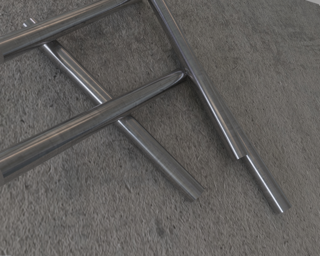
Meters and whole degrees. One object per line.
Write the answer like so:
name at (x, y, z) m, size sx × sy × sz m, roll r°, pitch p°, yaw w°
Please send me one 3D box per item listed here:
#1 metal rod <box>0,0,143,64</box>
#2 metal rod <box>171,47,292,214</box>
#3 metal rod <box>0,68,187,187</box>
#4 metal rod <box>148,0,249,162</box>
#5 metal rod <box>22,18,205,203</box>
metal rod at (-0.099, -0.155, 0.422) m, size 0.025 × 0.025 × 0.301 m, roll 41°, pitch 44°, yaw 0°
metal rod at (0.100, -0.013, 0.465) m, size 0.025 × 0.025 × 0.299 m, roll -18°, pitch 72°, yaw -35°
metal rod at (-0.049, -0.022, 0.352) m, size 0.025 × 0.025 × 0.302 m, roll 48°, pitch 39°, yaw 5°
metal rod at (0.049, -0.089, 0.463) m, size 0.025 × 0.025 × 0.299 m, roll -16°, pitch 73°, yaw -34°
metal rod at (-0.060, -0.024, 0.385) m, size 0.300 × 0.025 × 0.025 m, roll 45°, pitch 51°, yaw 3°
